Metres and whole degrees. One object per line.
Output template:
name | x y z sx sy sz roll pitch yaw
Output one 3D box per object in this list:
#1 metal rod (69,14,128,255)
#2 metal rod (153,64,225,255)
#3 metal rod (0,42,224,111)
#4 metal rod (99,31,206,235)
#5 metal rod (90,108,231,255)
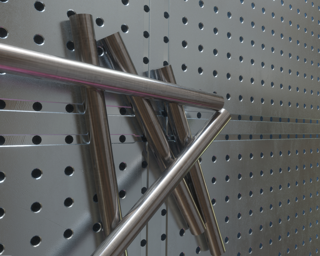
metal rod | -0.067 0.026 0.354 0.025 0.025 0.298 -13 98 -40
metal rod | 0.047 0.056 0.450 0.025 0.025 0.298 -29 108 -37
metal rod | -0.032 -0.049 0.352 0.302 0.025 0.025 6 86 -40
metal rod | -0.001 0.021 0.409 0.025 0.025 0.299 -38 113 -34
metal rod | 0.003 0.074 0.381 0.301 0.025 0.025 -46 118 -30
